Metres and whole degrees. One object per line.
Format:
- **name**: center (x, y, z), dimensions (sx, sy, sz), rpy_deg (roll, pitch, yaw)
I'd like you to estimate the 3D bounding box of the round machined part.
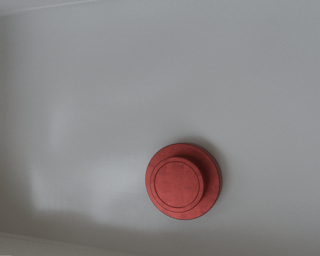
- **round machined part**: center (0.026, 0.068, 0.392), dimensions (0.098, 0.042, 0.097), rpy_deg (0, 90, 19)
